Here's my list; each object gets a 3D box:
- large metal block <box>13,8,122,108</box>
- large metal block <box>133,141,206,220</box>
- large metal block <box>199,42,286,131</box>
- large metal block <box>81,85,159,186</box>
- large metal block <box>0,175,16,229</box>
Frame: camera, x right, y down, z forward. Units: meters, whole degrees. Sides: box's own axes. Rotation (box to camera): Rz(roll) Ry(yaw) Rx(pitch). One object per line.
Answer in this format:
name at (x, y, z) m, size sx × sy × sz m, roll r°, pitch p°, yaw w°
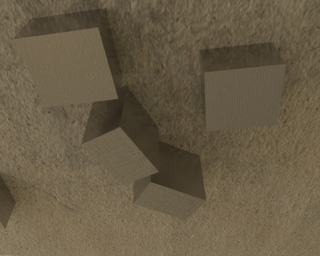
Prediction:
large metal block at (-0.090, -0.073, 0.328) m, size 0.080 × 0.050 × 0.080 m, roll -6°, pitch 130°, yaw 5°
large metal block at (0.012, 0.070, 0.431) m, size 0.080 × 0.080 × 0.050 m, roll 22°, pitch 127°, yaw -18°
large metal block at (0.089, -0.046, 0.353) m, size 0.080 × 0.050 × 0.080 m, roll -5°, pitch 130°, yaw 4°
large metal block at (-0.043, 0.009, 0.378) m, size 0.050 × 0.080 × 0.080 m, roll -24°, pitch 127°, yaw 18°
large metal block at (-0.287, 0.115, 0.485) m, size 0.081 × 0.050 × 0.079 m, roll -2°, pitch 130°, yaw 1°
